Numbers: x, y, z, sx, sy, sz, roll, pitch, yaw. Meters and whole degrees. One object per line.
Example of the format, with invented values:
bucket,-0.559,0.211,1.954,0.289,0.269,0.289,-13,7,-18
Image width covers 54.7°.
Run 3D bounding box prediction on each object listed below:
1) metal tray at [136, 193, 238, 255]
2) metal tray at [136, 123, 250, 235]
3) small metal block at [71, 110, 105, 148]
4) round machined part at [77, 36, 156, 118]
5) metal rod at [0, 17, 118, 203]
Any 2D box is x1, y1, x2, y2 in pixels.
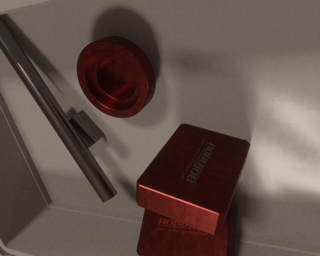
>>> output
metal tray,0.037,0.140,0.432,0.130,0.090,0.030,-4,151,29
metal tray,0.042,0.048,0.347,0.090,0.131,0.030,17,125,18
small metal block,-0.122,0.008,0.476,0.050,0.025,0.050,49,128,-7
round machined part,-0.049,-0.065,0.382,0.098,0.042,0.097,13,124,20
metal rod,-0.154,-0.024,0.444,0.025,0.025,0.299,-31,93,37
